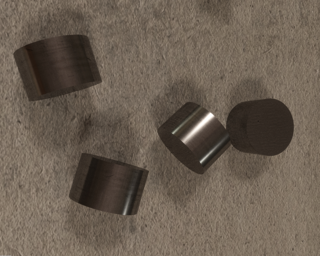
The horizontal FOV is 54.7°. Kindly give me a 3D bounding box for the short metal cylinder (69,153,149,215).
[{"bbox_3d":[-0.058,0.064,0.359,0.081,0.080,0.050,18,84,-20],"label":"short metal cylinder"}]

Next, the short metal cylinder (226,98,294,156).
[{"bbox_3d":[0.145,-0.001,0.451,0.081,0.050,0.079,0,90,-21],"label":"short metal cylinder"}]

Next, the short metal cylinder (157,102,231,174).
[{"bbox_3d":[0.043,0.013,0.397,0.050,0.080,0.080,-43,104,-15],"label":"short metal cylinder"}]

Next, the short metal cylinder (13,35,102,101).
[{"bbox_3d":[-0.110,-0.064,0.339,0.081,0.080,0.050,-19,97,-19],"label":"short metal cylinder"}]
